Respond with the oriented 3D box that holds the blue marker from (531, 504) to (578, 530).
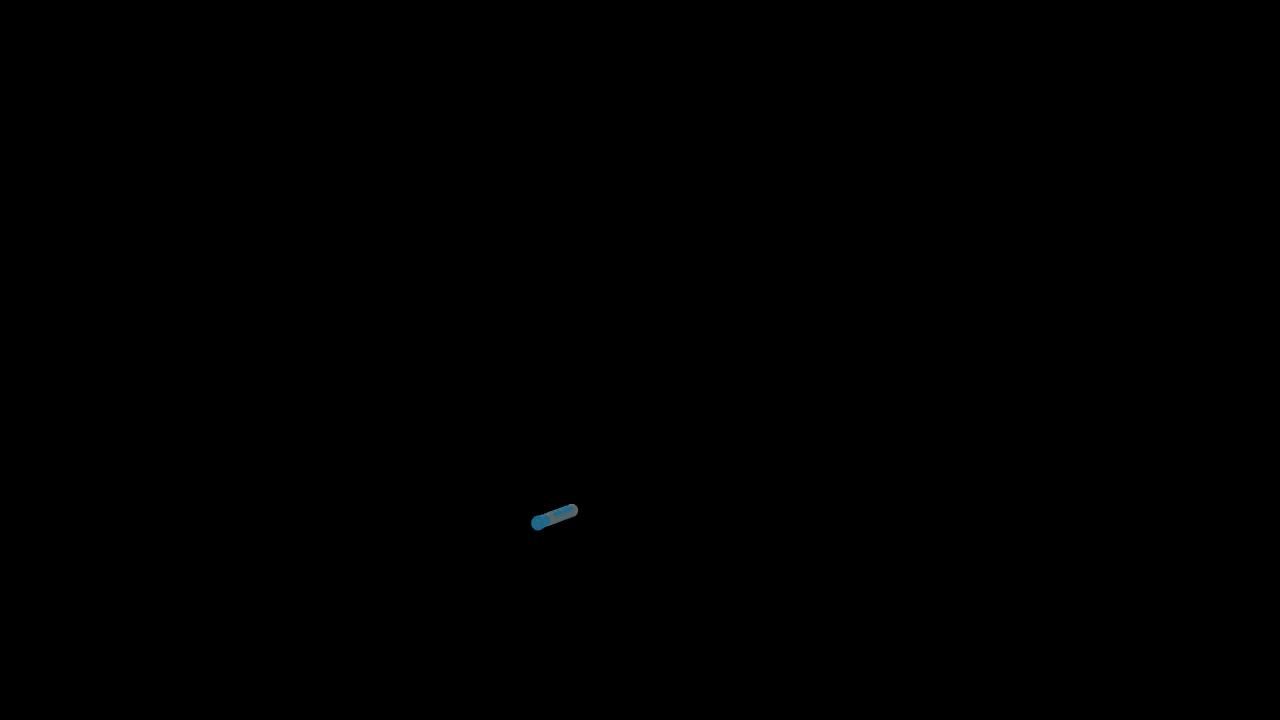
[{"bbox_3d":[-0.117,0.216,0.848,0.020,0.020,0.121,0,-5,17],"label":"blue marker"}]
